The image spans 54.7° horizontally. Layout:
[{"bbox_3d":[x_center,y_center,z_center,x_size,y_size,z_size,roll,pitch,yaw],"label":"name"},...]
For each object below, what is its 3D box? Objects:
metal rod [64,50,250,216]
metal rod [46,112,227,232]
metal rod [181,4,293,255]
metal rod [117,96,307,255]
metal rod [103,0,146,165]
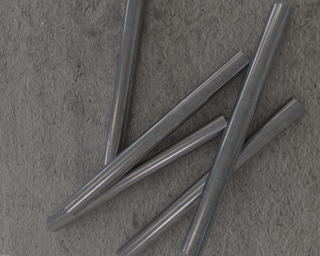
[{"bbox_3d":[-0.010,0.012,0.397,0.300,0.025,0.025,-41,77,9],"label":"metal rod"},{"bbox_3d":[-0.039,0.068,0.422,0.300,0.025,0.025,-32,80,17],"label":"metal rod"},{"bbox_3d":[0.088,0.002,0.356,0.025,0.025,0.299,20,89,19],"label":"metal rod"},{"bbox_3d":[0.054,0.074,0.389,0.299,0.025,0.025,-44,76,14],"label":"metal rod"},{"bbox_3d":[-0.044,-0.096,0.424,0.025,0.025,0.298,10,93,19],"label":"metal rod"}]
